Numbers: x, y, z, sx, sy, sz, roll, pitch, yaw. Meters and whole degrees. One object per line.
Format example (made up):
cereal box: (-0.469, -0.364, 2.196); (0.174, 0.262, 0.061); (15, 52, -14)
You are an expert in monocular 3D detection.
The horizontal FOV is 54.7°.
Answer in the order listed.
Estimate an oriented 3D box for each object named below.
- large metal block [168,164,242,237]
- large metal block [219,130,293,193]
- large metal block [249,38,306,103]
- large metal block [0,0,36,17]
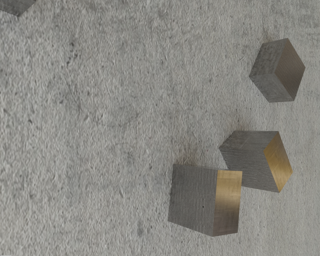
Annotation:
large metal block: (0.060, 0.093, 0.419); (0.050, 0.080, 0.080); (9, 84, -40)
large metal block: (0.154, 0.051, 0.498); (0.050, 0.080, 0.080); (-42, 116, -32)
large metal block: (0.217, -0.103, 0.570); (0.080, 0.050, 0.080); (41, 65, -33)
large metal block: (-0.148, -0.155, 0.264); (0.081, 0.050, 0.080); (13, 82, -39)
